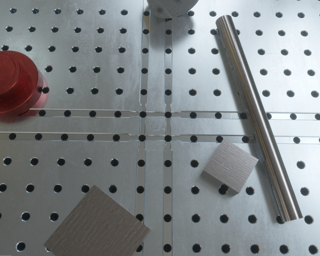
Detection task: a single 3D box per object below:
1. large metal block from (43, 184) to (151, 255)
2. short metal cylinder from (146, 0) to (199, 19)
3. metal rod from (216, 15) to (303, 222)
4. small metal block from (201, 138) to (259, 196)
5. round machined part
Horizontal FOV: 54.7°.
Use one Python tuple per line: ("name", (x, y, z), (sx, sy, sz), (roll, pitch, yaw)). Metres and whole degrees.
("large metal block", (-0.066, 0.124, 0.352), (0.080, 0.050, 0.080), (36, 74, 11))
("short metal cylinder", (0.015, -0.210, 0.460), (0.081, 0.080, 0.050), (-16, 71, -6))
("metal rod", (0.128, -0.027, 0.423), (0.025, 0.025, 0.299), (-11, 70, -4))
("small metal block", (0.088, 0.050, 0.395), (0.050, 0.025, 0.050), (32, 73, 11))
("round machined part", (-0.217, -0.065, 0.424), (0.099, 0.042, 0.098), (0, 70, -1))
